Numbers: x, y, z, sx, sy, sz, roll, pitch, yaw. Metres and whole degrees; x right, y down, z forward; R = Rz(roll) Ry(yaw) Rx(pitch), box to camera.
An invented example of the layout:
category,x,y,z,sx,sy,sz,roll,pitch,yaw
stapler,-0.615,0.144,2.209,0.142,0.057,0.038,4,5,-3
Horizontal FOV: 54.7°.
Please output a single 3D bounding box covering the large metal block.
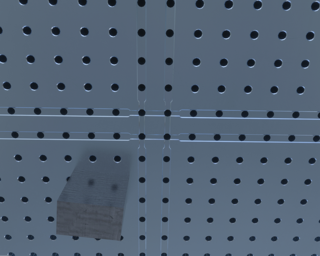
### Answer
category,x,y,z,sx,sy,sz,roll,pitch,yaw
large metal block,-0.087,0.102,0.420,0.081,0.080,0.050,7,110,-3
